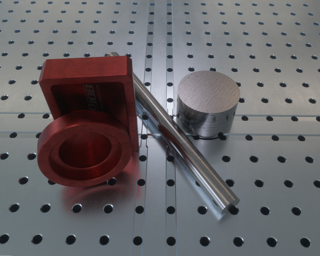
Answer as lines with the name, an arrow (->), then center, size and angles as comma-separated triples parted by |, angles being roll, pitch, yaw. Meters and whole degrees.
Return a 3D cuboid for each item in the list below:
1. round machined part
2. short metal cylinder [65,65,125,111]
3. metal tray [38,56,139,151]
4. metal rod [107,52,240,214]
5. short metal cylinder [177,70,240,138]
round machined part -> -0.084, 0.018, 0.345 | 0.099, 0.097, 0.042 | -13, 44, -11
short metal cylinder -> -0.084, -0.050, 0.415 | 0.080, 0.050, 0.080 | 0, 26, 0
metal tray -> -0.073, -0.020, 0.356 | 0.091, 0.129, 0.030 | -4, 51, -3
metal rod -> 0.000, -0.013, 0.418 | 0.025, 0.025, 0.300 | -25, 54, -19
short metal cylinder -> 0.063, -0.033, 0.419 | 0.080, 0.050, 0.080 | 0, 50, 0
